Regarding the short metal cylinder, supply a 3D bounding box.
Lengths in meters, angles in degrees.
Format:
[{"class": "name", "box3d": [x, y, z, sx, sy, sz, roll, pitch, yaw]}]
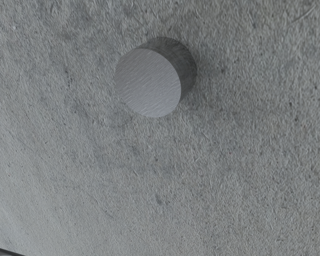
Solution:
[{"class": "short metal cylinder", "box3d": [-0.004, -0.059, 0.357, 0.080, 0.050, 0.080, 13, 124, 21]}]
